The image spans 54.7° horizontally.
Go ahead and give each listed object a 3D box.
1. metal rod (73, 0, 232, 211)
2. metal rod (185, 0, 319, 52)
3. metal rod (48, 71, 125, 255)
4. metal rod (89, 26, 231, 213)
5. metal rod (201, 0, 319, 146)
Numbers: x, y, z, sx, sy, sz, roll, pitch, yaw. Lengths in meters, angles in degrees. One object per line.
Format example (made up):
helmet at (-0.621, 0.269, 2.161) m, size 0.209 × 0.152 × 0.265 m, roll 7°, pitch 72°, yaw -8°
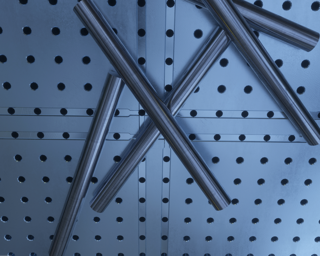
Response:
metal rod at (-0.004, -0.023, 0.380) m, size 0.025 × 0.025 × 0.299 m, roll -34°, pitch 98°, yaw 11°
metal rod at (0.045, -0.155, 0.356) m, size 0.302 × 0.025 × 0.025 m, roll 20°, pitch 109°, yaw -8°
metal rod at (-0.107, 0.064, 0.435) m, size 0.025 × 0.025 × 0.298 m, roll 20°, pitch 109°, yaw -8°
metal rod at (-0.006, 0.000, 0.413) m, size 0.025 × 0.025 × 0.299 m, roll 33°, pitch 106°, yaw -12°
metal rod at (0.115, -0.084, 0.366) m, size 0.025 × 0.025 × 0.300 m, roll -39°, pitch 113°, yaw 13°
